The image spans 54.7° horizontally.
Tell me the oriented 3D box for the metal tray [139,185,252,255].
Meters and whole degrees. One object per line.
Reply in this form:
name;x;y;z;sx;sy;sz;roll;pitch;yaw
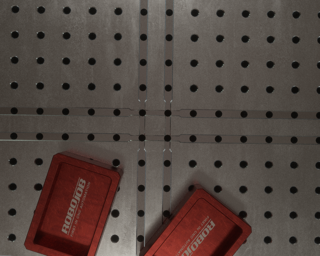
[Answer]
metal tray;0.045;0.153;0.411;0.090;0.030;0.130;39;90;-1

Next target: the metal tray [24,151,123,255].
metal tray;-0.112;0.105;0.409;0.090;0.030;0.129;18;90;-1
